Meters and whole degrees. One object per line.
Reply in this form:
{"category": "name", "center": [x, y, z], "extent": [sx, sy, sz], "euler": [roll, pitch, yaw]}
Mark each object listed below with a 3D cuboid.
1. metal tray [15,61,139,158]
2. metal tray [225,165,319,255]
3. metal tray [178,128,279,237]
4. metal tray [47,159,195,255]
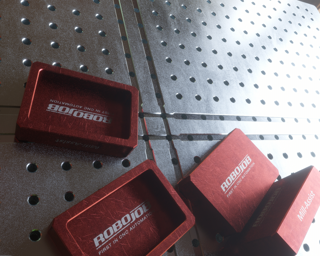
{"category": "metal tray", "center": [-0.092, -0.020, 0.368], "extent": [0.131, 0.030, 0.090], "euler": [12, 57, -22]}
{"category": "metal tray", "center": [0.145, 0.107, 0.381], "extent": [0.030, 0.090, 0.131], "euler": [48, 51, 5]}
{"category": "metal tray", "center": [0.097, 0.068, 0.418], "extent": [0.090, 0.030, 0.131], "euler": [48, 51, 5]}
{"category": "metal tray", "center": [-0.035, 0.101, 0.325], "extent": [0.131, 0.030, 0.090], "euler": [-30, 78, -38]}
